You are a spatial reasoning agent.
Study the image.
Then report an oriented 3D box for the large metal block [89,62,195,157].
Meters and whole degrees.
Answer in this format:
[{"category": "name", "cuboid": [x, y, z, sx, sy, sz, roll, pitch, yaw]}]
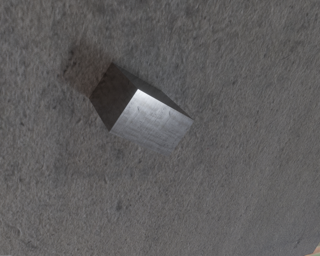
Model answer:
[{"category": "large metal block", "cuboid": [-0.022, -0.021, 0.345, 0.080, 0.080, 0.050, 26, 104, -37]}]
